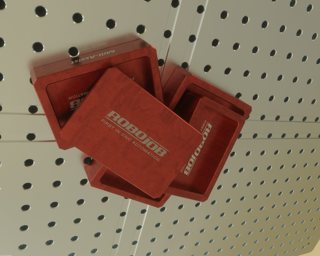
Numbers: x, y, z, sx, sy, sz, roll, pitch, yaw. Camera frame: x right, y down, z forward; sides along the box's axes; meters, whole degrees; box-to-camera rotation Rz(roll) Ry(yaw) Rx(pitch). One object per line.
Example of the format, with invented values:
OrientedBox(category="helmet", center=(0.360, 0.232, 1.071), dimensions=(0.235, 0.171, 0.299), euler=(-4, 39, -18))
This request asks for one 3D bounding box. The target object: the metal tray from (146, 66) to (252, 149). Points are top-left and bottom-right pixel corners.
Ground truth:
OrientedBox(category="metal tray", center=(0.056, -0.017, 0.426), dimensions=(0.131, 0.030, 0.090), euler=(21, 107, -35))

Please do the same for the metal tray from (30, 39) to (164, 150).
OrientedBox(category="metal tray", center=(-0.064, -0.038, 0.349), dimensions=(0.131, 0.030, 0.090), euler=(-20, 126, -16))

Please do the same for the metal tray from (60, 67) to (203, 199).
OrientedBox(category="metal tray", center=(-0.029, 0.006, 0.343), dimensions=(0.130, 0.030, 0.090), euler=(37, 90, -17))

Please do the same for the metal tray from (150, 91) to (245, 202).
OrientedBox(category="metal tray", center=(0.050, 0.028, 0.411), dimensions=(0.090, 0.030, 0.129), euler=(22, 95, -36))

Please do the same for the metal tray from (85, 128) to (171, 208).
OrientedBox(category="metal tray", center=(-0.024, 0.054, 0.428), dimensions=(0.131, 0.030, 0.090), euler=(29, 102, -38))
